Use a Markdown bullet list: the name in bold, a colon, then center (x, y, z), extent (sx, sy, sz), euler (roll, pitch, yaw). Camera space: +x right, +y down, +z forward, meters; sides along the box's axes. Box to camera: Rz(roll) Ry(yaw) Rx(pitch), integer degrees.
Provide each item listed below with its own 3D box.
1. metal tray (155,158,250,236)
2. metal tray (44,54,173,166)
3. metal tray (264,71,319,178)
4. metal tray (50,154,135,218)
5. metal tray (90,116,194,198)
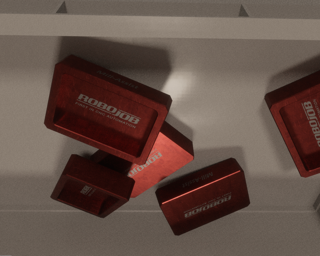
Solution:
- **metal tray**: center (0.068, 0.108, 0.478), extent (0.131, 0.030, 0.090), euler (-23, 128, -1)
- **metal tray**: center (-0.062, -0.019, 0.364), extent (0.131, 0.030, 0.089), euler (22, 122, -2)
- **metal tray**: center (0.201, -0.003, 0.392), extent (0.090, 0.030, 0.130), euler (-25, 117, 19)
- **metal tray**: center (-0.101, 0.088, 0.444), extent (0.090, 0.030, 0.129), euler (26, 146, -13)
- **metal tray**: center (-0.028, 0.043, 0.442), extent (0.130, 0.030, 0.090), euler (-37, 121, 27)
